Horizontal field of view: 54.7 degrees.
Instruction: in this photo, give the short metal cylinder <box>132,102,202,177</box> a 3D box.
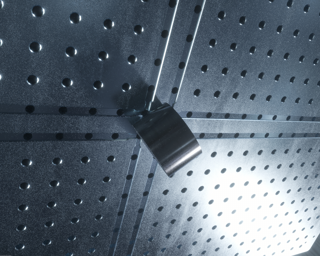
[{"bbox_3d":[0.008,0.015,0.390,0.050,0.080,0.080,-35,129,-6],"label":"short metal cylinder"}]
